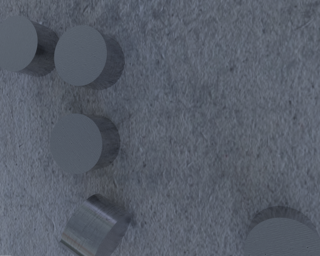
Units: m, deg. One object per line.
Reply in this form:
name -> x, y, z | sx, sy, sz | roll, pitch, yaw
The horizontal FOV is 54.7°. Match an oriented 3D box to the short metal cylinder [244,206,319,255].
short metal cylinder -> 0.138, 0.133, 0.347 | 0.080, 0.050, 0.079 | 0, 90, 19

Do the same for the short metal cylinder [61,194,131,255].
short metal cylinder -> -0.082, 0.134, 0.407 | 0.050, 0.080, 0.080 | 28, 99, 17

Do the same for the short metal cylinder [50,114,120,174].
short metal cylinder -> -0.103, 0.021, 0.431 | 0.080, 0.050, 0.079 | 0, 90, 19

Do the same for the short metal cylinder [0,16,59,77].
short metal cylinder -> -0.198, -0.120, 0.464 | 0.080, 0.050, 0.079 | 0, 90, 19

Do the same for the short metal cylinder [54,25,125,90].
short metal cylinder -> -0.097, -0.095, 0.428 | 0.080, 0.050, 0.079 | 0, 90, 19
